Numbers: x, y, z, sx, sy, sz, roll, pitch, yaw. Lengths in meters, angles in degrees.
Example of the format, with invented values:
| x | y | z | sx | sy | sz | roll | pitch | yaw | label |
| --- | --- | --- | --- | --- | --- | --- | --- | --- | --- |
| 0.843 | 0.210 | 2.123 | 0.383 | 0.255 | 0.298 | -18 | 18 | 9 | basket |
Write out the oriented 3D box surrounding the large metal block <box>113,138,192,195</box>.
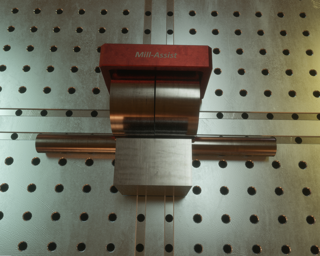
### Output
| x | y | z | sx | sy | sz | roll | pitch | yaw | label |
| --- | --- | --- | --- | --- | --- | --- | --- | --- | --- |
| -0.007 | 0.048 | 0.360 | 0.081 | 0.080 | 0.050 | 1 | 70 | 0 | large metal block |

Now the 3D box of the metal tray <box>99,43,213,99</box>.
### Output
| x | y | z | sx | sy | sz | roll | pitch | yaw | label |
| --- | --- | --- | --- | --- | --- | --- | --- | --- | --- |
| -0.004 | -0.069 | 0.398 | 0.131 | 0.090 | 0.030 | 1 | 70 | 0 | metal tray |

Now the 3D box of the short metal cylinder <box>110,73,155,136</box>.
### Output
| x | y | z | sx | sy | sz | roll | pitch | yaw | label |
| --- | --- | --- | --- | --- | --- | --- | --- | --- | --- |
| -0.032 | -0.030 | 0.390 | 0.050 | 0.080 | 0.080 | 1 | 70 | 0 | short metal cylinder |

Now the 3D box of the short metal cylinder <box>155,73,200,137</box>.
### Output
| x | y | z | sx | sy | sz | roll | pitch | yaw | label |
| --- | --- | --- | --- | --- | --- | --- | --- | --- | --- |
| 0.020 | -0.029 | 0.390 | 0.050 | 0.080 | 0.080 | 2 | 70 | 0 | short metal cylinder |

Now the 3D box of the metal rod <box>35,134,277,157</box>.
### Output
| x | y | z | sx | sy | sz | roll | pitch | yaw | label |
| --- | --- | --- | --- | --- | --- | --- | --- | --- | --- |
| -0.005 | 0.022 | 0.399 | 0.302 | 0.025 | 0.025 | 1 | 70 | 0 | metal rod |
